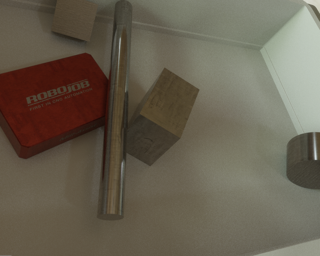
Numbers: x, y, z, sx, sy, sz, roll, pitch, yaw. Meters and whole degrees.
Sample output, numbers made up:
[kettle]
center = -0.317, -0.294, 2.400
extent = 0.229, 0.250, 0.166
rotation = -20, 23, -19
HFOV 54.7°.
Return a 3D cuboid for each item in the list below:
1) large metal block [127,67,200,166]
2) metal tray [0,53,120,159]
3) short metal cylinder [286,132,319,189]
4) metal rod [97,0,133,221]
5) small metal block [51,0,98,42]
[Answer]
[large metal block]
center = -0.003, -0.012, 0.377
extent = 0.050, 0.080, 0.080
rotation = 31, 52, -9
[metal tray]
center = -0.118, -0.032, 0.359
extent = 0.131, 0.030, 0.090
rotation = -27, 77, -37
[short metal cylinder]
center = 0.235, 0.051, 0.469
extent = 0.080, 0.080, 0.050
rotation = 27, 52, -12
[metal rod]
center = -0.049, -0.045, 0.368
extent = 0.025, 0.025, 0.299
rotation = 13, 57, -22
[small metal block]
center = -0.116, -0.149, 0.417
extent = 0.050, 0.050, 0.025
rotation = 11, 15, -23
